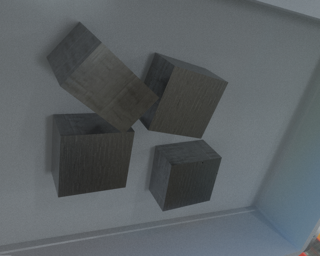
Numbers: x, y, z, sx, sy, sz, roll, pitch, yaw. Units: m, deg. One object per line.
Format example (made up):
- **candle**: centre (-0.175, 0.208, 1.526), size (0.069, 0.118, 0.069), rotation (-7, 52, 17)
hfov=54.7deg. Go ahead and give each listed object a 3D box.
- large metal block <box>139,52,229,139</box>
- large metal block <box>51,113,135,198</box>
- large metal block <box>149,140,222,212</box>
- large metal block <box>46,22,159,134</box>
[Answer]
- **large metal block**: centre (0.024, -0.038, 0.384), size (0.081, 0.050, 0.079), rotation (10, 114, -33)
- **large metal block**: centre (-0.082, 0.029, 0.367), size (0.081, 0.050, 0.079), rotation (-3, 120, -27)
- **large metal block**: centre (0.035, 0.068, 0.456), size (0.081, 0.050, 0.079), rotation (-6, 121, -26)
- **large metal block**: centre (-0.059, -0.051, 0.310), size (0.050, 0.080, 0.080), rotation (-46, 130, 4)
